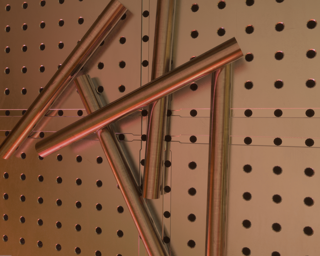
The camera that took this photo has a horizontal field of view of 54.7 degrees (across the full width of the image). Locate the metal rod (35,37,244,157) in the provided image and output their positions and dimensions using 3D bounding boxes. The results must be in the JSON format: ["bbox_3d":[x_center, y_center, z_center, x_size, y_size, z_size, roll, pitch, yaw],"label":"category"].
[{"bbox_3d":[-0.039,-0.031,0.397,0.300,0.025,0.025,-25,82,17],"label":"metal rod"}]

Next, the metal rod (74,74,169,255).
[{"bbox_3d":[-0.051,0.062,0.429,0.025,0.025,0.299,-28,81,17],"label":"metal rod"}]

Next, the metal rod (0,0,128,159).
[{"bbox_3d":[-0.153,-0.066,0.464,0.025,0.025,0.299,46,104,14],"label":"metal rod"}]

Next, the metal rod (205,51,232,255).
[{"bbox_3d":[0.073,0.052,0.386,0.025,0.025,0.298,2,91,19],"label":"metal rod"}]

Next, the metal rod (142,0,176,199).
[{"bbox_3d":[0.000,-0.056,0.411,0.025,0.025,0.298,5,92,19],"label":"metal rod"}]
